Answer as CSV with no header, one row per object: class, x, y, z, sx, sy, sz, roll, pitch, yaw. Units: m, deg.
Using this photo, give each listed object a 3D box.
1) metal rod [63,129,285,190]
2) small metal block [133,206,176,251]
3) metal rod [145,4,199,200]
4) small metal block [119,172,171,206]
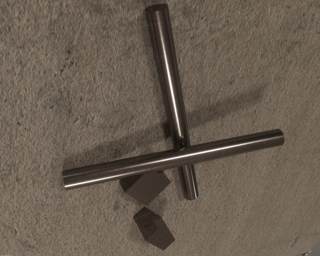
metal rod,0.027,0.039,0.416,0.302,0.025,0.025,-10,124,-12
small metal block,-0.009,0.157,0.485,0.025,0.050,0.050,-43,130,1
metal rod,0.023,-0.010,0.415,0.025,0.025,0.298,-24,127,-14
small metal block,-0.021,0.078,0.445,0.050,0.025,0.050,-45,130,3
